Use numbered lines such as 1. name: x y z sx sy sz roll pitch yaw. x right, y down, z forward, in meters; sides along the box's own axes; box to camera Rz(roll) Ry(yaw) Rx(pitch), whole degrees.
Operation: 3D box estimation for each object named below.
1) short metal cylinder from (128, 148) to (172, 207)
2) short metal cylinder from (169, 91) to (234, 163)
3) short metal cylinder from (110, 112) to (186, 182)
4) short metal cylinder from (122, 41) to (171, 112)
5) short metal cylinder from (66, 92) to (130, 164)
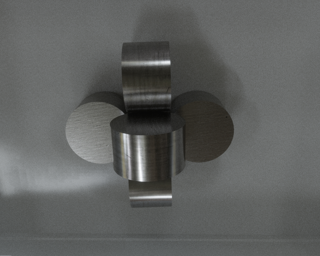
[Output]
1. short metal cylinder: -0.012 0.062 0.403 0.050 0.080 0.079 -2 110 0
2. short metal cylinder: 0.049 -0.003 0.395 0.081 0.050 0.079 0 110 0
3. short metal cylinder: -0.012 0.017 0.339 0.080 0.080 0.050 -1 110 0
4. short metal cylinder: -0.014 -0.059 0.358 0.050 0.080 0.079 -2 110 0
5. short metal cylinder: -0.073 -0.002 0.395 0.081 0.050 0.079 0 110 0
